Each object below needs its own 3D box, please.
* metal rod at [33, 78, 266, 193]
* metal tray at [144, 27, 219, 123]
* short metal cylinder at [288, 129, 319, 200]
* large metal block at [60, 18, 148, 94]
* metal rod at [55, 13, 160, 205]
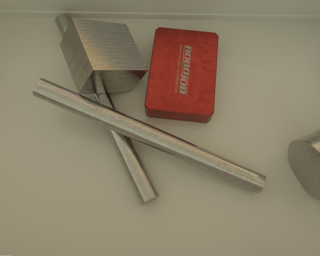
[{"bbox_3d":[-0.012,0.010,0.385,0.301,0.025,0.025,24,72,-1],"label":"metal rod"},{"bbox_3d":[0.032,-0.076,0.435,0.091,0.030,0.130,6,70,2],"label":"metal tray"},{"bbox_3d":[0.200,0.041,0.368,0.050,0.080,0.080,-23,72,-8],"label":"short metal cylinder"},{"bbox_3d":[-0.075,-0.093,0.410,0.081,0.050,0.080,-9,66,-40],"label":"large metal block"},{"bbox_3d":[-0.079,-0.038,0.422,0.025,0.025,0.299,-25,72,-9],"label":"metal rod"}]
